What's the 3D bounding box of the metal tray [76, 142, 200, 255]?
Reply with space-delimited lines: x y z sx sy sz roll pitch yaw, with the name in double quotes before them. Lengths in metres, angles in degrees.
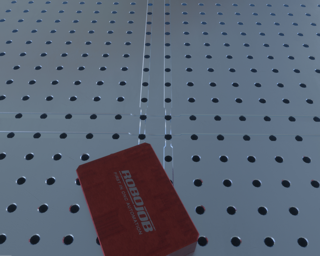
"metal tray" -0.028 0.084 0.333 0.091 0.030 0.130 -19 53 -16
